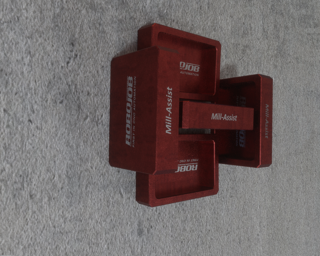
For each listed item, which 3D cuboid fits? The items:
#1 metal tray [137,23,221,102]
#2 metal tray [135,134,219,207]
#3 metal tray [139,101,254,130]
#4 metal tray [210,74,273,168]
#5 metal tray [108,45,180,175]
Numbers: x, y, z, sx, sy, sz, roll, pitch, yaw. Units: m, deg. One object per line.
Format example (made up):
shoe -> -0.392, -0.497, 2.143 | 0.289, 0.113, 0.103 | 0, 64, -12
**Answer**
metal tray -> 0.030, -0.084, 0.427 | 0.131, 0.030, 0.089 | 0, 93, -40
metal tray -> 0.028, 0.053, 0.428 | 0.131, 0.030, 0.089 | 1, 89, -40
metal tray -> 0.049, -0.014, 0.406 | 0.131, 0.090, 0.030 | 1, 91, -40
metal tray -> 0.119, -0.010, 0.463 | 0.030, 0.090, 0.129 | 2, 89, -40
metal tray -> -0.020, -0.018, 0.347 | 0.030, 0.090, 0.129 | 2, 90, -41
